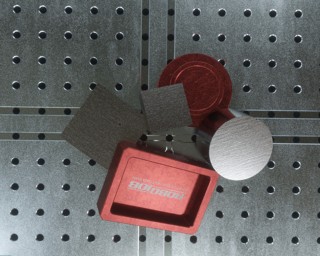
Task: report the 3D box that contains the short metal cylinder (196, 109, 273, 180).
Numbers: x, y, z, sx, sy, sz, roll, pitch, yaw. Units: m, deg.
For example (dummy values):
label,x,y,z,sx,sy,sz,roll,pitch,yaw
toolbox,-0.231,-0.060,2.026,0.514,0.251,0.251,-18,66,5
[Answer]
label,x,y,z,sx,sy,sz,roll,pitch,yaw
short metal cylinder,0.092,0.019,0.390,0.081,0.050,0.079,-3,104,-11

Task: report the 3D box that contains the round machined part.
label,x,y,z,sx,sy,sz,roll,pitch,yaw
round machined part,0.046,-0.050,0.405,0.099,0.042,0.097,0,90,0

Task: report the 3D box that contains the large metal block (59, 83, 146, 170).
label,x,y,z,sx,sy,sz,roll,pitch,yaw
large metal block,-0.066,0.001,0.400,0.080,0.050,0.080,36,90,0

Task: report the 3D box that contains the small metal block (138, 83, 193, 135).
label,x,y,z,sx,sy,sz,roll,pitch,yaw
small metal block,0.006,-0.022,0.367,0.050,0.025,0.050,-13,87,-11

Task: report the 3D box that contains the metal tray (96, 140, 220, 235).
label,x,y,z,sx,sy,sz,roll,pitch,yaw
metal tray,-0.001,0.076,0.382,0.131,0.030,0.089,17,97,-22
